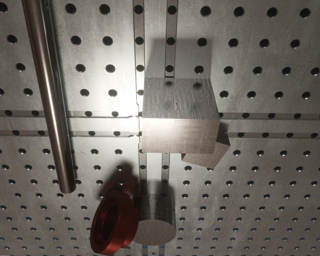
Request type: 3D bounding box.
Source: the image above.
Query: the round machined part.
[{"bbox_3d":[-0.069,0.152,0.493,0.042,0.098,0.098,26,125,-27],"label":"round machined part"}]

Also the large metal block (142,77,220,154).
[{"bbox_3d":[0.021,-0.016,0.362,0.081,0.080,0.050,1,130,-2],"label":"large metal block"}]

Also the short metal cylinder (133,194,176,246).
[{"bbox_3d":[-0.013,0.158,0.529,0.081,0.050,0.079,-1,130,0],"label":"short metal cylinder"}]

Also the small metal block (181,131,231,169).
[{"bbox_3d":[0.063,0.027,0.436,0.050,0.025,0.050,16,128,-14],"label":"small metal block"}]

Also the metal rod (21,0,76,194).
[{"bbox_3d":[-0.133,-0.019,0.393,0.025,0.025,0.298,3,130,-3],"label":"metal rod"}]
